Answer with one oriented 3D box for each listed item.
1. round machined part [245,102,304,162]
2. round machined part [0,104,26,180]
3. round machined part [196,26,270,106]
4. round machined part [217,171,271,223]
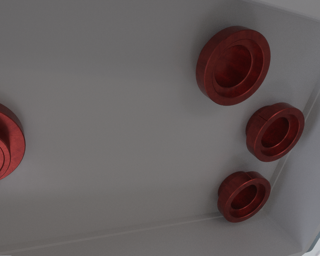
[{"bbox_3d":[0.178,0.003,0.496,0.099,0.042,0.097,-14,124,-21],"label":"round machined part"},{"bbox_3d":[-0.187,0.021,0.308,0.099,0.042,0.097,-14,124,-21],"label":"round machined part"},{"bbox_3d":[0.088,-0.081,0.395,0.099,0.042,0.097,-14,124,-21],"label":"round machined part"},{"bbox_3d":[0.142,0.116,0.547,0.099,0.042,0.097,-14,124,-21],"label":"round machined part"}]
